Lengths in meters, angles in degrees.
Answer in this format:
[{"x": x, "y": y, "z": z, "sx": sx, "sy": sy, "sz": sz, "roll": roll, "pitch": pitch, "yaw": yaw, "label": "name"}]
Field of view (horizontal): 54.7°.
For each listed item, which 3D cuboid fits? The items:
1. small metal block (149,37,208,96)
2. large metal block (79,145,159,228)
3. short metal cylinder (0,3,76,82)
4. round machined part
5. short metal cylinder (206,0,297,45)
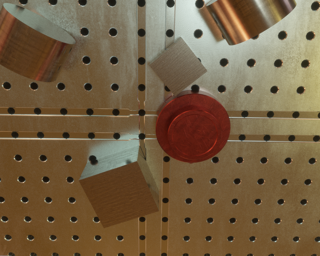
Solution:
[{"x": 0.022, "y": -0.077, "z": 0.386, "sx": 0.050, "sy": 0.025, "sz": 0.050, "roll": -38, "pitch": 106, "yaw": 12, "label": "small metal block"}, {"x": -0.053, "y": 0.081, "z": 0.429, "sx": 0.080, "sy": 0.050, "sz": 0.080, "roll": -19, "pitch": 109, "yaw": 6, "label": "large metal block"}, {"x": -0.143, "y": -0.095, "z": 0.347, "sx": 0.080, "sy": 0.080, "sz": 0.050, "roll": 31, "pitch": 107, "yaw": -11, "label": "short metal cylinder"}, {"x": 0.044, "y": 0.003, "z": 0.406, "sx": 0.099, "sy": 0.042, "sz": 0.097, "roll": 0, "pitch": 110, "yaw": 0, "label": "round machined part"}, {"x": 0.097, "y": -0.134, "z": 0.336, "sx": 0.080, "sy": 0.080, "sz": 0.050, "roll": -33, "pitch": 107, "yaw": 11, "label": "short metal cylinder"}]
